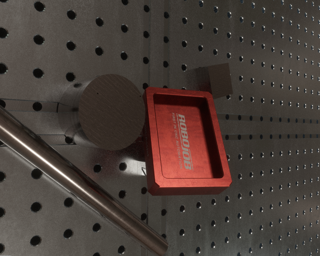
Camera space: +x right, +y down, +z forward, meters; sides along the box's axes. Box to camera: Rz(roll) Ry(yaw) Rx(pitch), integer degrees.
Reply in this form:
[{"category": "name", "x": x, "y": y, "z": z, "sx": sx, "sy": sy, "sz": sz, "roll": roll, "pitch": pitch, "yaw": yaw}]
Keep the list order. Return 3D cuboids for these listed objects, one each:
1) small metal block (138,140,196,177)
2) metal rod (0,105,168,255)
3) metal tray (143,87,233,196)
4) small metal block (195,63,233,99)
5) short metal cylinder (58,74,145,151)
[{"category": "small metal block", "x": 0.009, "y": 0.040, "z": 0.403, "sx": 0.050, "sy": 0.050, "sz": 0.025, "roll": -41, "pitch": 115, "yaw": -33}, {"category": "metal rod", "x": -0.087, "y": 0.063, "z": 0.337, "sx": 0.300, "sy": 0.025, "sz": 0.025, "roll": 48, "pitch": 61, "yaw": -30}, {"category": "metal tray", "x": 0.028, "y": 0.014, "z": 0.373, "sx": 0.091, "sy": 0.030, "sz": 0.130, "roll": 3, "pitch": 59, "yaw": -17}, {"category": "small metal block", "x": 0.085, "y": -0.073, "z": 0.483, "sx": 0.050, "sy": 0.025, "sz": 0.050, "roll": -18, "pitch": 101, "yaw": -39}, {"category": "short metal cylinder", "x": -0.063, "y": -0.016, "z": 0.341, "sx": 0.081, "sy": 0.050, "sz": 0.079, "roll": 0, "pitch": 90, "yaw": -40}]
